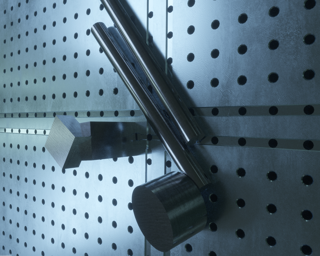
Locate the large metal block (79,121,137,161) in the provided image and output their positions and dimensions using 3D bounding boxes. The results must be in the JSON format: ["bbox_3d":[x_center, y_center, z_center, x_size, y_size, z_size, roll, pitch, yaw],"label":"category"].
[{"bbox_3d":[-0.092,0.020,0.450,0.080,0.081,0.050,-7,86,40],"label":"large metal block"}]

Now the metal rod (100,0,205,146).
[{"bbox_3d":[-0.026,-0.106,0.430,0.025,0.025,0.299,-44,64,31],"label":"metal rod"}]

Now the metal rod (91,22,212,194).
[{"bbox_3d":[-0.023,-0.043,0.428,0.025,0.025,0.299,-48,62,29],"label":"metal rod"}]

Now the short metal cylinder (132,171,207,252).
[{"bbox_3d":[0.009,0.098,0.369,0.080,0.050,0.079,28,126,46],"label":"short metal cylinder"}]

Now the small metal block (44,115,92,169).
[{"bbox_3d":[-0.121,0.018,0.405,0.050,0.025,0.050,41,115,32],"label":"small metal block"}]
